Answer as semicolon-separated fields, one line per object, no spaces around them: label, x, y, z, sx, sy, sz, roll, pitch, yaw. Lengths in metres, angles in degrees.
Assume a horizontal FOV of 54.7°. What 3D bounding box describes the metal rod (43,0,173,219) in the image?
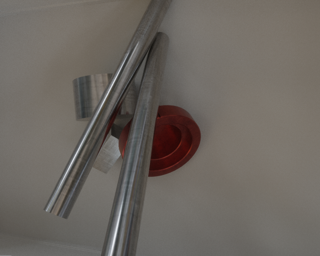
metal rod;-0.049;-0.045;0.356;0.025;0.025;0.300;15;69;19

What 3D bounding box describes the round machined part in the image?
round machined part;-0.003;0.011;0.382;0.098;0.098;0.042;-44;42;14

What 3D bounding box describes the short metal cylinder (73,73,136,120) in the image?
short metal cylinder;-0.071;-0.038;0.405;0.080;0.080;0.050;-6;88;19

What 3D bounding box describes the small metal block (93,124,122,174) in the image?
small metal block;-0.069;0.026;0.418;0.025;0.050;0.050;33;103;-19

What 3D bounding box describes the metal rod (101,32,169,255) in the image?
metal rod;-0.016;-0.005;0.315;0.025;0.025;0.300;-9;46;19
